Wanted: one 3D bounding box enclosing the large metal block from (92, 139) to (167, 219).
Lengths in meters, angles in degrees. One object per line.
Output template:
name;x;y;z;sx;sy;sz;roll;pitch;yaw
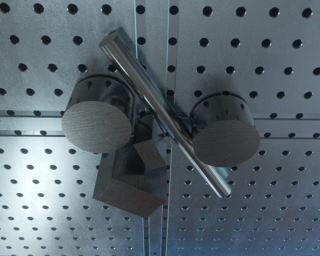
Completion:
large metal block;-0.038;0.065;0.425;0.080;0.080;0.050;28;125;-21

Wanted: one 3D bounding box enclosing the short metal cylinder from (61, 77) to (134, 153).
short metal cylinder;-0.073;-0.015;0.377;0.081;0.050;0.079;0;130;0

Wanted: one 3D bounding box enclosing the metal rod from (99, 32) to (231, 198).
metal rod;0.024;0.003;0.410;0.025;0.025;0.300;-25;126;20

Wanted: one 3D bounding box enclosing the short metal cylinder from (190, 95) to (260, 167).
short metal cylinder;0.081;0.005;0.395;0.081;0.050;0.079;0;130;0

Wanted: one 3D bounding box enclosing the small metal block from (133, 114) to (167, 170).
small metal block;-0.012;0.018;0.405;0.025;0.050;0.050;-17;128;13
